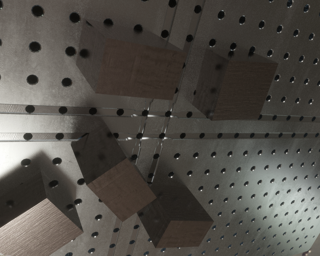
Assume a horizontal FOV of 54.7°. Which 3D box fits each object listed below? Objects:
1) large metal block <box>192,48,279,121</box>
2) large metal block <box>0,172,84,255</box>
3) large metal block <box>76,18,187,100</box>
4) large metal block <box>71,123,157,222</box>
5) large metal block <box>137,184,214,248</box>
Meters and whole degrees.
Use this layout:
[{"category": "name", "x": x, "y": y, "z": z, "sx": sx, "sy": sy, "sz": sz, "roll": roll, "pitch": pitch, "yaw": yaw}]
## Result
[{"category": "large metal block", "x": 0.098, "y": -0.058, "z": 0.415, "sx": 0.081, "sy": 0.050, "sz": 0.079, "roll": -3, "pitch": 120, "yaw": -27}, {"category": "large metal block", "x": -0.155, "y": 0.115, "z": 0.382, "sx": 0.080, "sy": 0.050, "sz": 0.080, "roll": -33, "pitch": 129, "yaw": -7}, {"category": "large metal block", "x": -0.033, "y": -0.070, "z": 0.315, "sx": 0.081, "sy": 0.080, "sz": 0.050, "roll": 2, "pitch": 117, "yaw": -30}, {"category": "large metal block", "x": -0.057, "y": 0.053, "z": 0.379, "sx": 0.050, "sy": 0.080, "sz": 0.080, "roll": -35, "pitch": 129, "yaw": -6}, {"category": "large metal block", "x": 0.020, "y": 0.132, "z": 0.470, "sx": 0.081, "sy": 0.080, "sz": 0.050, "roll": 13, "pitch": 112, "yaw": -34}]
